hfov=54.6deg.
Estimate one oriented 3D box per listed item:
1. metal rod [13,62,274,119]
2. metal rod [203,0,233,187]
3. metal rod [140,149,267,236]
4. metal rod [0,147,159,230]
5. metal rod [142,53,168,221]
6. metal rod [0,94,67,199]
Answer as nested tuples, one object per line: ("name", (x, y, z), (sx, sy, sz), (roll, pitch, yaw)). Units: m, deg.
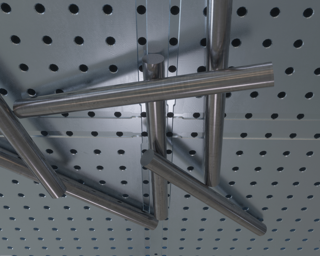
("metal rod", (-0.032, -0.039, 0.348), (0.301, 0.025, 0.025), (-6, 131, 16))
("metal rod", (0.068, -0.032, 0.384), (0.025, 0.025, 0.298), (-4, 130, 3))
("metal rod", (0.084, 0.113, 0.489), (0.025, 0.025, 0.301), (-35, 128, 26))
("metal rod", (-0.129, 0.101, 0.496), (0.301, 0.025, 0.025), (31, 124, -24))
("metal rod", (-0.003, 0.036, 0.442), (0.025, 0.025, 0.298), (-2, 130, 1))
("metal rod", (-0.196, -0.021, 0.376), (0.025, 0.025, 0.299), (-14, 124, 11))
